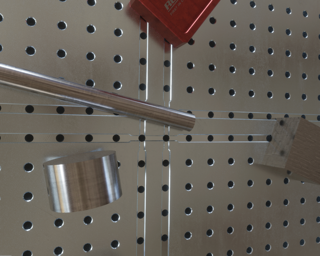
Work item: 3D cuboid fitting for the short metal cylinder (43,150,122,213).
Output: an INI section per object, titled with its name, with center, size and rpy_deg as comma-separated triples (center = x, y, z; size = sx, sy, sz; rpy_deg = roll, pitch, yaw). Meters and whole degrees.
[short metal cylinder]
center = -0.087, 0.058, 0.352
size = 0.081, 0.080, 0.050
rpy_deg = -9, 94, -20

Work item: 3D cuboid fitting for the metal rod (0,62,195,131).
[metal rod]
center = -0.095, -0.041, 0.377
size = 0.302, 0.025, 0.025
rpy_deg = 14, 86, -20

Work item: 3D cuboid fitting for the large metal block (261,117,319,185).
[large metal block]
center = 0.218, 0.036, 0.482
size = 0.080, 0.050, 0.080
rpy_deg = 24, 82, -19

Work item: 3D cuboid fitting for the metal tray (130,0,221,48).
[metal tray]
center = 0.033, -0.188, 0.423
size = 0.090, 0.030, 0.130
rpy_deg = 40, 77, -16
